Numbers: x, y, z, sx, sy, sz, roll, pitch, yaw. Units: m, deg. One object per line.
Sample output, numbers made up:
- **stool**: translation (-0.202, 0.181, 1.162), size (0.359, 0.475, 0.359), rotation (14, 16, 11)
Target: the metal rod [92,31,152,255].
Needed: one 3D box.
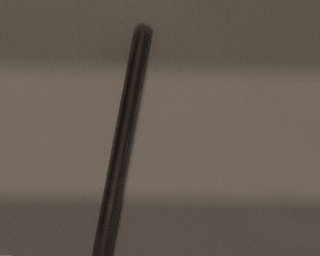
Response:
- **metal rod**: translation (-0.050, 0.023, 0.410), size (0.025, 0.025, 0.298), rotation (11, 90, -1)
